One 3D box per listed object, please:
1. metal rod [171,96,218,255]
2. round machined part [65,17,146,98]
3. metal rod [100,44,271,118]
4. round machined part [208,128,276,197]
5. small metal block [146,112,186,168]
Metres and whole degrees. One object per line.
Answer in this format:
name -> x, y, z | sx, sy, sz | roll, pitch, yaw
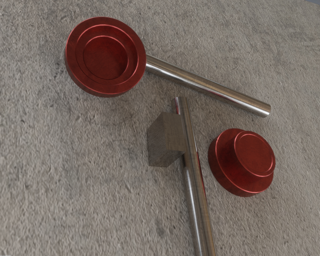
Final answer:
metal rod -> 0.045, 0.093, 0.371 | 0.025, 0.025, 0.299 | 7, 59, -25
round machined part -> -0.070, -0.086, 0.394 | 0.099, 0.042, 0.097 | 3, 81, -21
metal rod -> 0.039, -0.075, 0.470 | 0.302, 0.025, 0.025 | 19, 54, -17
round machined part -> 0.120, 0.043, 0.431 | 0.099, 0.042, 0.098 | 14, 56, -21
small metal block -> 0.006, 0.015, 0.381 | 0.025, 0.050, 0.050 | 8, 58, -24
